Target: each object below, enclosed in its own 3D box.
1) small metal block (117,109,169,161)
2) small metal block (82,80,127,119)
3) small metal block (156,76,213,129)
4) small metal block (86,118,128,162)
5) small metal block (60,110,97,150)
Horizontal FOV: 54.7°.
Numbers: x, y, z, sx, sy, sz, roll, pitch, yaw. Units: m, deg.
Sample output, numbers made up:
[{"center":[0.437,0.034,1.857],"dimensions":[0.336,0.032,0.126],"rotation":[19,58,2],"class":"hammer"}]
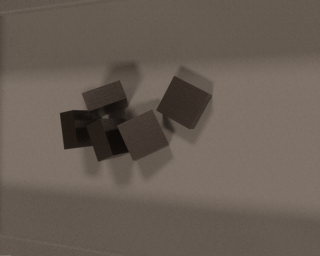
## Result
[{"center":[-0.022,0.010,0.409],"dimensions":[0.050,0.025,0.050],"rotation":[-25,82,-2],"class":"small metal block"},{"center":[-0.072,-0.036,0.412],"dimensions":[0.050,0.050,0.025],"rotation":[-21,82,-9],"class":"small metal block"},{"center":[0.031,-0.032,0.399],"dimensions":[0.050,0.025,0.050],"rotation":[30,100,17],"class":"small metal block"},{"center":[-0.066,0.015,0.418],"dimensions":[0.025,0.050,0.050],"rotation":[-24,82,26],"class":"small metal block"},{"center":[-0.109,0.002,0.432],"dimensions":[0.025,0.050,0.050],"rotation":[-9,87,30],"class":"small metal block"}]
